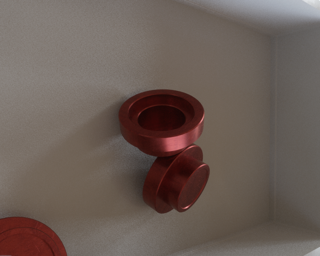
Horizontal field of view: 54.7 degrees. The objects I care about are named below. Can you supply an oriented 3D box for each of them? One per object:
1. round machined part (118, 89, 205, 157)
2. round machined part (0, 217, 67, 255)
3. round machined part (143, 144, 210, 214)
[{"bbox_3d":[0.002,-0.003,0.368,0.099,0.098,0.042,-34,138,-35],"label":"round machined part"},{"bbox_3d":[-0.125,0.124,0.264,0.099,0.042,0.098,24,47,-28],"label":"round machined part"},{"bbox_3d":[0.027,0.066,0.392,0.099,0.042,0.097,-36,141,-36],"label":"round machined part"}]
